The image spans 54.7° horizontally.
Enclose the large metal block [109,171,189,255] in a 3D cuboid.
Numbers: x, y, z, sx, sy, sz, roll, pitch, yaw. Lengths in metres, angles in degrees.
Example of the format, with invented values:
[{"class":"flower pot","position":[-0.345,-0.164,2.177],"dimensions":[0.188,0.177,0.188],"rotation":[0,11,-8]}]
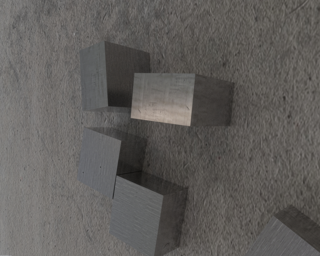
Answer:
[{"class":"large metal block","position":[-0.016,0.108,0.402],"dimensions":[0.080,0.050,0.079],"rotation":[14,99,39]}]

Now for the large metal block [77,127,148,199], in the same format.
[{"class":"large metal block","position":[-0.070,0.046,0.447],"dimensions":[0.080,0.050,0.079],"rotation":[16,100,39]}]

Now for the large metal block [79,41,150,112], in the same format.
[{"class":"large metal block","position":[-0.058,-0.064,0.417],"dimensions":[0.050,0.081,0.080],"rotation":[-6,86,40]}]

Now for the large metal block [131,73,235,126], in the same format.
[{"class":"large metal block","position":[0.026,-0.031,0.348],"dimensions":[0.080,0.081,0.050],"rotation":[9,96,39]}]

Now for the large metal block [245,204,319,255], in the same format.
[{"class":"large metal block","position":[0.126,0.132,0.285],"dimensions":[0.080,0.050,0.079],"rotation":[39,114,33]}]
